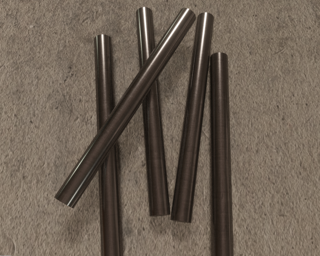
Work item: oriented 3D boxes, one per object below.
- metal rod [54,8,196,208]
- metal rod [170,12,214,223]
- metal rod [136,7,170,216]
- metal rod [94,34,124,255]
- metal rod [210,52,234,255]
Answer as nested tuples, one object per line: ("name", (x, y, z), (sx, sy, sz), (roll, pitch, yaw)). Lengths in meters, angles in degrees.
("metal rod", (-0.034, -0.038, 0.393), (0.025, 0.025, 0.300), (28, 72, 9))
("metal rod", (0.047, -0.028, 0.418), (0.025, 0.025, 0.299), (8, 70, 2))
("metal rod", (-0.012, -0.036, 0.420), (0.025, 0.025, 0.299), (-4, 70, -2))
("metal rod", (-0.069, 0.010, 0.403), (0.025, 0.025, 0.299), (-5, 70, -2))
("metal rod", (0.077, 0.038, 0.395), (0.025, 0.025, 0.299), (3, 70, 1))
